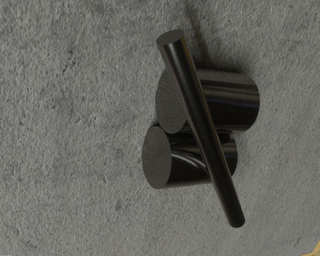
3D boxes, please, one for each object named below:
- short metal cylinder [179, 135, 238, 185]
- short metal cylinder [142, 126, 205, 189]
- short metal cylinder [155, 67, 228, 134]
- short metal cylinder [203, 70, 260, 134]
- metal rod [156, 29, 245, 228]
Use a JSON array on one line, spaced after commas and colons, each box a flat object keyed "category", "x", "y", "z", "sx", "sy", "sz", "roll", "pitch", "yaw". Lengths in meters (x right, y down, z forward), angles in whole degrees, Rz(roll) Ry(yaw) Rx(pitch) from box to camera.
[{"category": "short metal cylinder", "x": 0.061, "y": 0.037, "z": 0.429, "sx": 0.050, "sy": 0.080, "sz": 0.079, "roll": 1, "pitch": 118, "yaw": -29}, {"category": "short metal cylinder", "x": 0.016, "y": 0.038, "z": 0.405, "sx": 0.050, "sy": 0.080, "sz": 0.079, "roll": 1, "pitch": 118, "yaw": -29}, {"category": "short metal cylinder", "x": 0.035, "y": -0.033, "z": 0.372, "sx": 0.050, "sy": 0.080, "sz": 0.079, "roll": 1, "pitch": 118, "yaw": -29}, {"category": "short metal cylinder", "x": 0.079, "y": -0.032, "z": 0.396, "sx": 0.050, "sy": 0.080, "sz": 0.079, "roll": 1, "pitch": 118, "yaw": -29}, {"category": "metal rod", "x": 0.060, "y": 0.028, "z": 0.355, "sx": 0.025, "sy": 0.025, "sz": 0.299, "roll": -32, "pitch": 129, "yaw": -8}]
